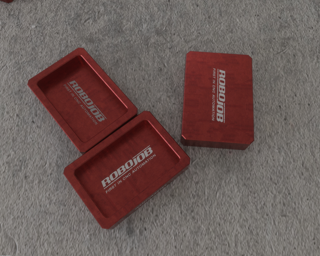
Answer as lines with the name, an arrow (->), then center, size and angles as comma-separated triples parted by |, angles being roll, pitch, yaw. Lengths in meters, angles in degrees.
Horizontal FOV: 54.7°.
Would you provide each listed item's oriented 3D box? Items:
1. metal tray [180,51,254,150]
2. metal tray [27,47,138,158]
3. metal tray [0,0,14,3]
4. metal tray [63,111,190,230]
metal tray -> 0.077, -0.039, 0.420 | 0.091, 0.030, 0.130 | 4, 70, 1
metal tray -> -0.102, -0.037, 0.417 | 0.090, 0.030, 0.130 | -38, 75, -13
metal tray -> -0.254, -0.273, 0.503 | 0.090, 0.030, 0.130 | 21, 71, 7
metal tray -> -0.039, 0.050, 0.386 | 0.131, 0.030, 0.090 | -37, 74, -13
